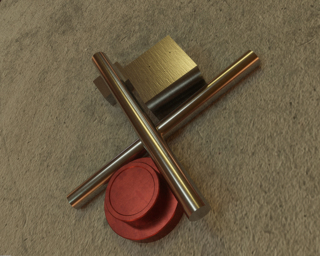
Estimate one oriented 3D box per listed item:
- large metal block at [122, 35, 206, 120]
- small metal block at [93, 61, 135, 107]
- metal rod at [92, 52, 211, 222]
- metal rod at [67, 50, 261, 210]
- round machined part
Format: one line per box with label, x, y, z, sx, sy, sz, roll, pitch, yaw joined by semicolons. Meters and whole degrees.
large metal block;0.007;-0.068;0.428;0.080;0.050;0.080;-36;51;4
small metal block;-0.070;-0.069;0.484;0.050;0.025;0.050;-40;51;0
metal rod;-0.028;-0.013;0.394;0.025;0.025;0.300;-37;51;3
metal rod;0.004;0.003;0.402;0.300;0.025;0.025;-39;51;1
round machined part;-0.023;0.078;0.357;0.098;0.042;0.098;-13;56;20
